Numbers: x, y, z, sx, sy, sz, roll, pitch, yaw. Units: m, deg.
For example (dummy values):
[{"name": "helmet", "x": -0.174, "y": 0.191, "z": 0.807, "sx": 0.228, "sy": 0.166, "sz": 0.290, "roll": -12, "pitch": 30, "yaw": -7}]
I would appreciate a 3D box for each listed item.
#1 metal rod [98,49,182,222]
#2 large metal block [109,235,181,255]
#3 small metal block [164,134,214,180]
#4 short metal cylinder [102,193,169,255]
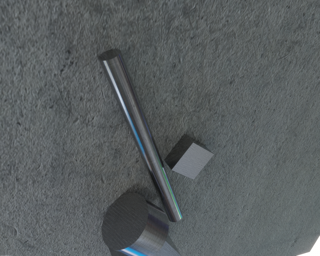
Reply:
[{"name": "metal rod", "x": -0.014, "y": 0.033, "z": 0.421, "sx": 0.025, "sy": 0.025, "sz": 0.299, "roll": -28, "pitch": 128, "yaw": -11}, {"name": "large metal block", "x": -0.024, "y": 0.199, "z": 0.502, "sx": 0.080, "sy": 0.050, "sz": 0.080, "roll": -37, "pitch": 130, "yaw": -4}, {"name": "small metal block", "x": 0.043, "y": 0.043, "z": 0.459, "sx": 0.050, "sy": 0.025, "sz": 0.050, "roll": 29, "pitch": 102, "yaw": -38}, {"name": "short metal cylinder", "x": -0.035, "y": 0.140, "z": 0.440, "sx": 0.080, "sy": 0.080, "sz": 0.050, "roll": -44, "pitch": 130, "yaw": 2}]
